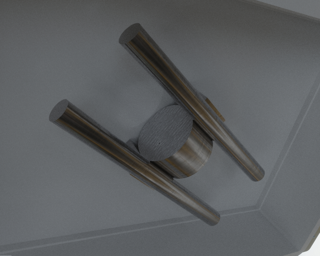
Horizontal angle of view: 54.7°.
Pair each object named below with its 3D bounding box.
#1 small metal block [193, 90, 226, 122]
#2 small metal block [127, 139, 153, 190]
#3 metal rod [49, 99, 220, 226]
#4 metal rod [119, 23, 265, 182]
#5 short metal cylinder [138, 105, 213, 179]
[{"bbox_3d":[0.051,-0.026,0.403,0.025,0.050,0.050,-45,130,3],"label":"small metal block"},{"bbox_3d":[-0.024,0.049,0.409,0.025,0.050,0.050,-45,130,3],"label":"small metal block"},{"bbox_3d":[-0.006,0.061,0.379,0.025,0.025,0.300,-46,129,3],"label":"metal rod"},{"bbox_3d":[0.059,-0.007,0.372,0.025,0.025,0.300,-46,130,3],"label":"metal rod"},{"bbox_3d":[0.020,0.018,0.394,0.080,0.080,0.050,-45,130,3],"label":"short metal cylinder"}]
